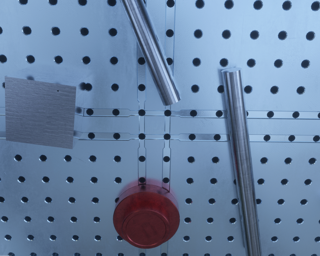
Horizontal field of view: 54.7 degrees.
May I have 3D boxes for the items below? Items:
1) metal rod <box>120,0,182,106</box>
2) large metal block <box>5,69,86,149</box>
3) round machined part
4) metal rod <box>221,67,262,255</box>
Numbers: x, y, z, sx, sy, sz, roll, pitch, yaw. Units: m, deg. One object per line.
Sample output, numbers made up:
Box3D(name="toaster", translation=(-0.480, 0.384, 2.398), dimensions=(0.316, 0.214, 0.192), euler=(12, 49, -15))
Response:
Box3D(name="metal rod", translation=(-0.040, -0.164, 0.352), dimensions=(0.025, 0.025, 0.299), euler=(-21, 109, 7))
Box3D(name="large metal block", translation=(-0.142, -0.025, 0.389), dimensions=(0.081, 0.050, 0.079), euler=(8, 110, -4))
Box3D(name="round machined part", translation=(-0.020, 0.136, 0.454), dimensions=(0.099, 0.042, 0.097), euler=(0, 110, -1))
Box3D(name="metal rod", translation=(0.119, 0.064, 0.438), dimensions=(0.025, 0.025, 0.298), euler=(-11, 110, 3))
